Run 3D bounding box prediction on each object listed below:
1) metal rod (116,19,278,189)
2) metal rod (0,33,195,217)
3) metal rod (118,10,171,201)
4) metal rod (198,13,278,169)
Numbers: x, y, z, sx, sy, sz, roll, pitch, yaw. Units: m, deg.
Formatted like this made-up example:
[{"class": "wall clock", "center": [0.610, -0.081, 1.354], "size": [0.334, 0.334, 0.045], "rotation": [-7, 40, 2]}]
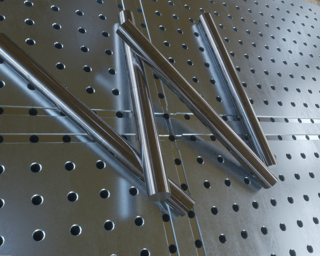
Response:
[{"class": "metal rod", "center": [0.055, -0.028, 0.428], "size": [0.300, 0.025, 0.025], "rotation": [46, 51, -7]}, {"class": "metal rod", "center": [-0.079, -0.004, 0.367], "size": [0.300, 0.025, 0.025], "rotation": [41, 51, 0]}, {"class": "metal rod", "center": [-0.027, -0.051, 0.404], "size": [0.025, 0.025, 0.299], "rotation": [6, 53, -25]}, {"class": "metal rod", "center": [0.123, -0.073, 0.517], "size": [0.025, 0.025, 0.299], "rotation": [-3, 63, -30]}]
